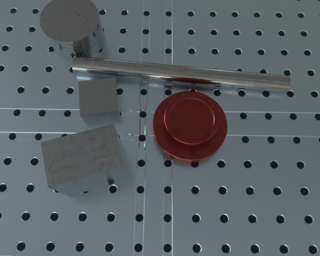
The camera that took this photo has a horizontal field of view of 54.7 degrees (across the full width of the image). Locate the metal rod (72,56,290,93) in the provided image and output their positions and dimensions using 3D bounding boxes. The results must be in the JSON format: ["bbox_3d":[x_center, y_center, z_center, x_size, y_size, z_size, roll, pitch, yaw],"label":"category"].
[{"bbox_3d":[0.028,-0.076,0.439,0.302,0.025,0.025,6,70,1],"label":"metal rod"}]

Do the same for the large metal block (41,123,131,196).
[{"bbox_3d":[-0.083,0.041,0.367,0.081,0.080,0.050,-15,71,-6],"label":"large metal block"}]

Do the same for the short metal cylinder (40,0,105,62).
[{"bbox_3d":[-0.125,-0.144,0.449,0.081,0.050,0.080,0,70,0],"label":"short metal cylinder"}]

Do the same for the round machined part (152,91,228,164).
[{"bbox_3d":[0.039,-0.005,0.405,0.099,0.042,0.098,0,70,-1],"label":"round machined part"}]

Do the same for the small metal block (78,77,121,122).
[{"bbox_3d":[-0.083,-0.039,0.425,0.050,0.025,0.050,-7,70,-3],"label":"small metal block"}]
